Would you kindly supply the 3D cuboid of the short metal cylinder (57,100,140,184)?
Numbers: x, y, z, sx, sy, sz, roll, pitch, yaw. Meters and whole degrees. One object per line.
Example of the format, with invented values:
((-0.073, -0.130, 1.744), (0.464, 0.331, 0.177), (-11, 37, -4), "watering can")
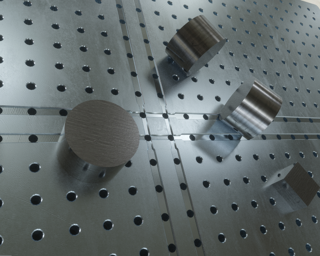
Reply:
((-0.069, 0.016, 0.345), (0.081, 0.050, 0.080), (14, 56, -21), "short metal cylinder")

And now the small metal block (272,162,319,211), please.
((0.205, 0.087, 0.465), (0.050, 0.025, 0.050), (-32, 80, -38), "small metal block")

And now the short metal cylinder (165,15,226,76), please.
((0.055, -0.126, 0.479), (0.050, 0.080, 0.081), (49, 51, 6), "short metal cylinder")

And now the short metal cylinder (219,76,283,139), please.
((0.134, -0.030, 0.463), (0.050, 0.080, 0.080), (36, 51, -5), "short metal cylinder")
